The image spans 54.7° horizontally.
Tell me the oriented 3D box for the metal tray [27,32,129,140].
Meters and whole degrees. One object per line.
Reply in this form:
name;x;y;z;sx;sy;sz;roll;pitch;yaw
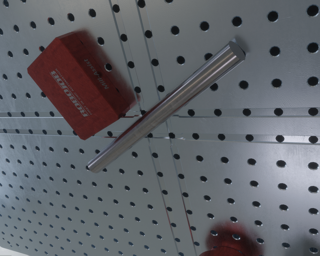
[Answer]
metal tray;-0.116;-0.054;0.435;0.090;0.030;0.130;-28;103;37

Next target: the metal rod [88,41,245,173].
metal rod;-0.013;-0.009;0.412;0.025;0.025;0.299;48;129;-6

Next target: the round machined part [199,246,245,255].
round machined part;0.105;0.226;0.485;0.098;0.042;0.097;13;124;21
